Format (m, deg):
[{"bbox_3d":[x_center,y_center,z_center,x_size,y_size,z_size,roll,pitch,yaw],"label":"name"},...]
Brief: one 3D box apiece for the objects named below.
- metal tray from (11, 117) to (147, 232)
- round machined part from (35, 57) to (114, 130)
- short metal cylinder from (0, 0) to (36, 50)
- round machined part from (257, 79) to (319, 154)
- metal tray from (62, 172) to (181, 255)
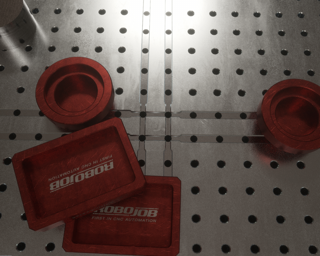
[{"bbox_3d":[-0.091,0.051,0.356,0.131,0.030,0.090,-21,71,-8],"label":"metal tray"},{"bbox_3d":[-0.110,-0.043,0.417,0.099,0.042,0.098,0,70,-1],"label":"round machined part"},{"bbox_3d":[-0.232,-0.163,0.455,0.081,0.050,0.080,0,70,0],"label":"short metal cylinder"},{"bbox_3d":[0.177,-0.012,0.409,0.099,0.042,0.098,0,70,-1],"label":"round machined part"},{"bbox_3d":[-0.042,0.103,0.370,0.131,0.030,0.090,3,70,0],"label":"metal tray"}]
